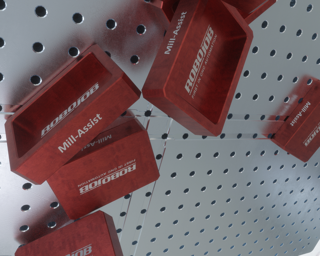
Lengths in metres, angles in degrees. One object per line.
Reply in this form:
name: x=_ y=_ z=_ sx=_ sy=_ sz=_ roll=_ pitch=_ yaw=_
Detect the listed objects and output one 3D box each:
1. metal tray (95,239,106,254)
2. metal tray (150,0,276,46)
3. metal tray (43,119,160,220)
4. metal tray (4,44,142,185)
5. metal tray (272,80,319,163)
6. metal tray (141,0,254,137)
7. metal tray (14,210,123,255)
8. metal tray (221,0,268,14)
metal tray: x=-0.120 y=0.233 z=0.446 sx=0.030 sy=0.090 sz=0.129 roll=23 pitch=106 yaw=-36
metal tray: x=0.064 y=-0.146 z=0.352 sx=0.130 sy=0.030 sz=0.090 roll=-40 pitch=129 yaw=-1
metal tray: x=-0.072 y=0.054 z=0.402 sx=0.131 sy=0.030 sz=0.090 roll=-24 pitch=127 yaw=-14
metal tray: x=-0.091 y=-0.018 z=0.307 sx=0.130 sy=0.090 sz=0.030 roll=-41 pitch=132 yaw=0
metal tray: x=0.269 y=-0.008 z=0.548 sx=0.090 sy=0.030 sz=0.130 roll=26 pitch=104 yaw=-37
metal tray: x=0.044 y=-0.067 z=0.311 sx=0.090 sy=0.030 sz=0.130 roll=34 pitch=70 yaw=-38
metal tray: x=-0.114 y=0.174 z=0.395 sx=0.130 sy=0.090 sz=0.030 roll=-25 pitch=147 yaw=1
metal tray: x=0.046 y=-0.171 z=0.275 sx=0.131 sy=0.030 sz=0.090 roll=18 pitch=76 yaw=-18
